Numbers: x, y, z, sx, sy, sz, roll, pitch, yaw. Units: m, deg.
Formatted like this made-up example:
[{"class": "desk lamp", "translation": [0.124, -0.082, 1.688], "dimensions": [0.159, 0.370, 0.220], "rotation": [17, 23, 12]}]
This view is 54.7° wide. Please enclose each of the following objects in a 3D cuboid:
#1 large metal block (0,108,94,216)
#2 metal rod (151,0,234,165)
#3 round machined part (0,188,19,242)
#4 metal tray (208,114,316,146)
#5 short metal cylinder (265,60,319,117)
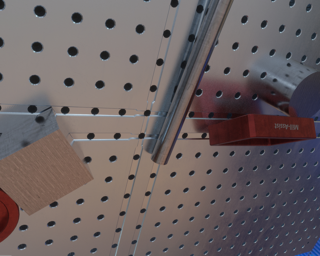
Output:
[{"class": "large metal block", "translation": [-0.133, 0.037, 0.345], "dimensions": [0.080, 0.050, 0.080], "rotation": [-30, 129, -10]}, {"class": "metal rod", "translation": [0.048, -0.085, 0.384], "dimensions": [0.025, 0.025, 0.298], "rotation": [7, 115, -32]}, {"class": "round machined part", "translation": [-0.210, 0.088, 0.340], "dimensions": [0.099, 0.042, 0.097], "rotation": [-14, 124, -21]}, {"class": "metal tray", "translation": [0.149, 0.006, 0.454], "dimensions": [0.131, 0.090, 0.030], "rotation": [2, 79, -30]}, {"class": "short metal cylinder", "translation": [0.210, -0.057, 0.475], "dimensions": [0.081, 0.050, 0.079], "rotation": [-14, 124, -21]}]
